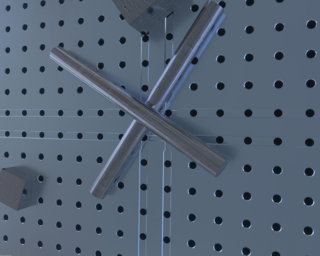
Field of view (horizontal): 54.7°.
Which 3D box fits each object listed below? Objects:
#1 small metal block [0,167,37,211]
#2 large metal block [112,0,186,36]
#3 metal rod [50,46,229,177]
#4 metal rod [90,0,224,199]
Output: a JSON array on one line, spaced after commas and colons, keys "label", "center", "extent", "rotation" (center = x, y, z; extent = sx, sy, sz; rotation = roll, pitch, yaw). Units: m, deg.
[{"label": "small metal block", "center": [-0.230, 0.095, 0.492], "extent": [0.050, 0.025, 0.050], "rotation": [21, 97, 18]}, {"label": "large metal block", "center": [-0.021, -0.184, 0.406], "extent": [0.080, 0.050, 0.080], "rotation": [-36, 79, 16]}, {"label": "metal rod", "center": [-0.043, -0.034, 0.402], "extent": [0.300, 0.025, 0.025], "rotation": [35, 101, 25]}, {"label": "metal rod", "center": [-0.010, -0.030, 0.415], "extent": [0.025, 0.025, 0.299], "rotation": [36, 101, 16]}]
